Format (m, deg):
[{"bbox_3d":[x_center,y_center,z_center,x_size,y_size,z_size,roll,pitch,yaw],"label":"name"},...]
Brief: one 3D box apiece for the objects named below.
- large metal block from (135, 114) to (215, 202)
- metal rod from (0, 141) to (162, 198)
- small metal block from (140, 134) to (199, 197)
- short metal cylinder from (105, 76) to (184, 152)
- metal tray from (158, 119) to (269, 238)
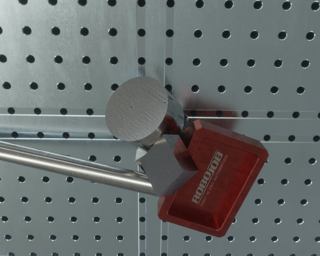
[{"bbox_3d":[0.025,0.042,0.414,0.080,0.050,0.080,-34,107,11],"label":"large metal block"},{"bbox_3d":[-0.142,0.043,0.396,0.302,0.025,0.025,12,110,7],"label":"metal rod"},{"bbox_3d":[0.009,0.042,0.352,0.025,0.050,0.050,4,137,-43],"label":"small metal block"},{"bbox_3d":[-0.018,-0.015,0.372,0.080,0.080,0.050,-33,150,11],"label":"short metal cylinder"},{"bbox_3d":[0.061,0.064,0.379,0.091,0.030,0.129,19,109,-7],"label":"metal tray"}]
